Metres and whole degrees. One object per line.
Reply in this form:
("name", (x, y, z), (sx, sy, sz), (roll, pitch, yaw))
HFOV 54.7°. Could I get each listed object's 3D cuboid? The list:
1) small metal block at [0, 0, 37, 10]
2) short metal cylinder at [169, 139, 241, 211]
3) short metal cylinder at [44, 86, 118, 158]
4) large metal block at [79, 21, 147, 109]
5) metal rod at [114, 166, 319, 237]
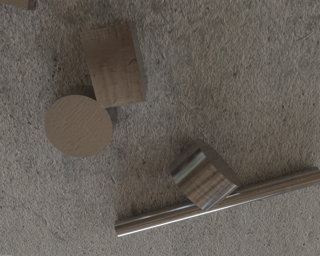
("small metal block", (-0.166, -0.165, 0.347), (0.050, 0.025, 0.050), (14, 109, -6))
("short metal cylinder", (0.058, 0.060, 0.403), (0.080, 0.080, 0.050), (42, 105, -14))
("short metal cylinder", (-0.097, -0.009, 0.392), (0.081, 0.050, 0.079), (0, 110, -1))
("large metal block", (-0.048, -0.075, 0.352), (0.050, 0.080, 0.079), (-10, 110, 3))
("metal rod", (0.080, 0.108, 0.450), (0.301, 0.025, 0.025), (-16, 110, 5))
